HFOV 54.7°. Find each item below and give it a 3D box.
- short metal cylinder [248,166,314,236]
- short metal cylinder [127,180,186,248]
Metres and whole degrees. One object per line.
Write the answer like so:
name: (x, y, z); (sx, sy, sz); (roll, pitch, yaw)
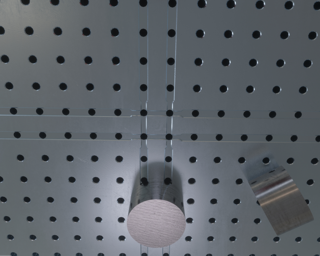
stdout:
short metal cylinder: (0.162, 0.098, 0.421); (0.050, 0.080, 0.080); (-29, 108, 10)
short metal cylinder: (-0.005, 0.123, 0.445); (0.081, 0.050, 0.079); (0, 110, 0)
